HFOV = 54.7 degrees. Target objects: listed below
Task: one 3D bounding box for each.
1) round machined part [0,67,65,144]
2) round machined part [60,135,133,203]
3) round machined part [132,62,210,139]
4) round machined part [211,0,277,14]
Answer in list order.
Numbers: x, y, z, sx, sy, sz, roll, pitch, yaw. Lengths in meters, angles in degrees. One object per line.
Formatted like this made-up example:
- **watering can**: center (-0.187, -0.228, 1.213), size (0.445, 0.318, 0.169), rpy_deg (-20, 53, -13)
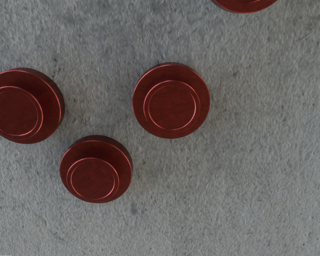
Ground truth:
- **round machined part**: center (-0.175, -0.024, 0.389), size (0.099, 0.042, 0.097), rpy_deg (0, 110, -1)
- **round machined part**: center (-0.088, 0.062, 0.422), size (0.099, 0.042, 0.097), rpy_deg (0, 110, -1)
- **round machined part**: center (0.014, -0.031, 0.390), size (0.099, 0.042, 0.097), rpy_deg (0, 110, -1)
- **round machined part**: center (0.091, -0.176, 0.337), size (0.099, 0.042, 0.097), rpy_deg (0, 110, -1)
